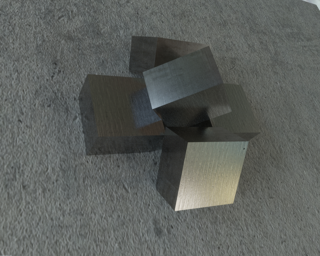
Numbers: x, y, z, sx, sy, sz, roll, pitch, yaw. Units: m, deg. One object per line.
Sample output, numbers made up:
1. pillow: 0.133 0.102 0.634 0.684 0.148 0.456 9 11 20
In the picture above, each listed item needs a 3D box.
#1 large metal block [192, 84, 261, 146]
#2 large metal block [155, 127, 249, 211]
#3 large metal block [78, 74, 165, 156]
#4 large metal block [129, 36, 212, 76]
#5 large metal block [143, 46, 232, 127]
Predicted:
1. large metal block: 0.084 -0.017 0.444 0.081 0.050 0.080 0 62 -29
2. large metal block: 0.047 0.044 0.362 0.081 0.079 0.050 1 18 -27
3. large metal block: -0.048 -0.015 0.373 0.081 0.050 0.080 -1 62 -29
4. large metal block: 0.011 -0.096 0.429 0.081 0.080 0.050 -1 106 -29
5. large metal block: 0.036 -0.043 0.374 0.080 0.080 0.050 -20 66 11
